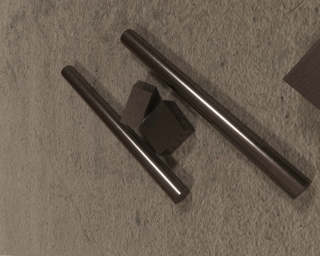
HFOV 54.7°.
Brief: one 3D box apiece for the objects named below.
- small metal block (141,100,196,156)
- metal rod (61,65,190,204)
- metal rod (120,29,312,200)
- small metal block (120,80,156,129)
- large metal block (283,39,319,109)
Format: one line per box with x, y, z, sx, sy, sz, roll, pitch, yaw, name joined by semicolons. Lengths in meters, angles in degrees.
0.009;0.000;0.396;0.050;0.025;0.050;-48;62;29;small metal block
-0.065;-0.006;0.456;0.300;0.025;0.025;44;116;30;metal rod
0.045;-0.035;0.366;0.300;0.025;0.025;46;117;29;metal rod
-0.028;-0.032;0.407;0.025;0.050;0.050;21;107;-2;small metal block
0.166;-0.043;0.251;0.080;0.050;0.080;51;120;27;large metal block
